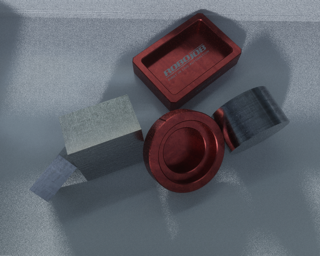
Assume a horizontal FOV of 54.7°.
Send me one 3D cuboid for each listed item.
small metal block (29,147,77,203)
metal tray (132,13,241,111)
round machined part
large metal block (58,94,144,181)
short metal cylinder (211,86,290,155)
[{"bbox_3d":[-0.122,0.053,0.367,0.025,0.050,0.050,39,89,-11],"label":"small metal block"},{"bbox_3d":[0.038,-0.096,0.442,0.130,0.030,0.090,-38,75,-13],"label":"metal tray"},{"bbox_3d":[0.025,0.025,0.375,0.099,0.042,0.097,-4,101,-23],"label":"round machined part"},{"bbox_3d":[-0.064,0.014,0.370,0.081,0.080,0.050,-19,61,-7],"label":"large metal block"},{"bbox_3d":[0.110,-0.008,0.385,0.080,0.080,0.050,-25,72,-9],"label":"short metal cylinder"}]
